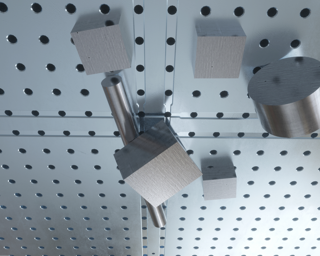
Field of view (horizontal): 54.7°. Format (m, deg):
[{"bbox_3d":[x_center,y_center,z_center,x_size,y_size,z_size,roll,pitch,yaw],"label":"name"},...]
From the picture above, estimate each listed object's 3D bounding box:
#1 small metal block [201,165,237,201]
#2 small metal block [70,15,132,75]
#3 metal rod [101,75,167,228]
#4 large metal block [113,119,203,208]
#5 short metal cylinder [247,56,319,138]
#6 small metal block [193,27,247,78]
[{"bbox_3d":[0.093,0.087,0.487,0.050,0.025,0.050,-6,130,5],"label":"small metal block"},{"bbox_3d":[-0.061,-0.089,0.335,0.050,0.025,0.050,-8,130,6],"label":"small metal block"},{"bbox_3d":[-0.029,0.056,0.458,0.025,0.025,0.298,-9,130,7],"label":"metal rod"},{"bbox_3d":[-0.002,0.049,0.416,0.080,0.050,0.080,-36,131,2],"label":"large metal block"},{"bbox_3d":[0.146,-0.035,0.348,0.080,0.080,0.050,-21,127,17],"label":"short metal cylinder"},{"bbox_3d":[0.064,-0.083,0.342,0.050,0.025,0.050,0,130,-1],"label":"small metal block"}]
